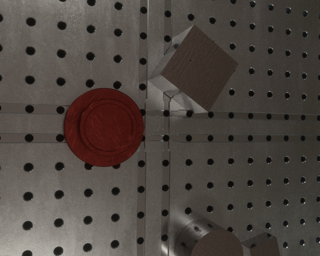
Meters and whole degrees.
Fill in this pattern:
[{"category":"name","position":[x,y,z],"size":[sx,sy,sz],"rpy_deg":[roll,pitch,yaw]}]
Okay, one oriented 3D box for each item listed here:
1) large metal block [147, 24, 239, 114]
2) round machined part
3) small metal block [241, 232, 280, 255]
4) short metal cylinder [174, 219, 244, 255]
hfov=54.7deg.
[{"category":"large metal block","position":[0.044,-0.076,0.417],"size":[0.080,0.050,0.080],"rpy_deg":[36,78,-17]},{"category":"round machined part","position":[-0.066,-0.001,0.380],"size":[0.099,0.042,0.097],"rpy_deg":[0,90,-21]},{"category":"small metal block","position":[0.154,0.194,0.472],"size":[0.050,0.025,0.050],"rpy_deg":[-13,95,-20]},{"category":"short metal cylinder","position":[0.066,0.172,0.425],"size":[0.081,0.050,0.079],"rpy_deg":[0,90,-20]}]
